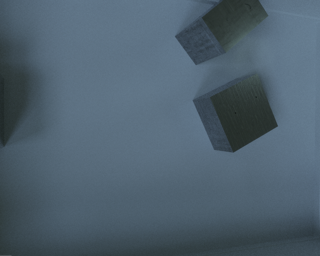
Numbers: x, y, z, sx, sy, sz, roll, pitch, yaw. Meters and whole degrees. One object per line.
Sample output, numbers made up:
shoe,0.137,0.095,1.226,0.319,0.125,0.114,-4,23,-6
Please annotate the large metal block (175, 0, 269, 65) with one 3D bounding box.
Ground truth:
large metal block,0.078,-0.134,0.410,0.080,0.080,0.050,-42,104,-15

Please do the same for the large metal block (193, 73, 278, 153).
large metal block,0.105,-0.021,0.436,0.081,0.050,0.080,-27,99,-18

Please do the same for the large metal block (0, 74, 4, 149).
large metal block,-0.209,-0.017,0.320,0.081,0.050,0.080,0,90,-20
